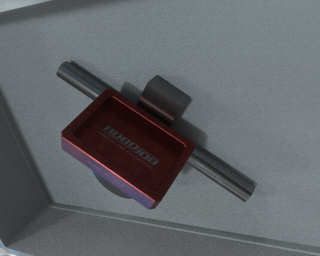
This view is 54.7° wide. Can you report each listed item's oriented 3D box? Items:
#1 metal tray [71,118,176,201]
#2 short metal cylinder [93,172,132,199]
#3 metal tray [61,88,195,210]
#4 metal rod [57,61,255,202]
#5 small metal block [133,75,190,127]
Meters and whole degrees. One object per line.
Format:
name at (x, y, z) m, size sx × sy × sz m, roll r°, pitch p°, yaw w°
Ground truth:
metal tray at (-0.038, 0.034, 0.405) m, size 0.130 × 0.090 × 0.030 m, roll 34°, pitch 129°, yaw 5°
short metal cylinder at (-0.050, 0.054, 0.441) m, size 0.080 × 0.050 × 0.079 m, roll 19°, pitch 134°, yaw 21°
metal tray at (-0.036, 0.021, 0.362) m, size 0.130 × 0.090 × 0.030 m, roll 34°, pitch 146°, yaw 5°
metal rod at (-0.009, 0.002, 0.413) m, size 0.301 × 0.025 × 0.025 m, roll 34°, pitch 129°, yaw 5°
small metal block at (0.001, -0.029, 0.387) m, size 0.050 × 0.025 × 0.050 m, roll 35°, pitch 129°, yaw 4°
